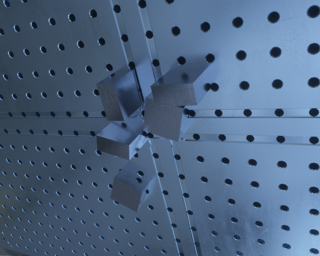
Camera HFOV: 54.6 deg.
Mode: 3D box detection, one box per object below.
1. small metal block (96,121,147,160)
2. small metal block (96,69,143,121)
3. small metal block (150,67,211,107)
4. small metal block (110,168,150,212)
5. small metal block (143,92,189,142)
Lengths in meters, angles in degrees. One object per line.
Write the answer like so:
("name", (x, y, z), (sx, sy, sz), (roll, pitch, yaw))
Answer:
("small metal block", (-0.052, 0.014, 0.432), (0.050, 0.050, 0.025), (16, 125, 19))
("small metal block", (-0.050, -0.043, 0.396), (0.025, 0.050, 0.050), (1, 119, 28))
("small metal block", (0.025, -0.047, 0.353), (0.050, 0.050, 0.025), (0, 118, 28))
("small metal block", (-0.049, 0.101, 0.500), (0.050, 0.025, 0.050), (25, 127, 13))
("small metal block", (0.008, -0.016, 0.398), (0.050, 0.025, 0.050), (18, 126, 18))
